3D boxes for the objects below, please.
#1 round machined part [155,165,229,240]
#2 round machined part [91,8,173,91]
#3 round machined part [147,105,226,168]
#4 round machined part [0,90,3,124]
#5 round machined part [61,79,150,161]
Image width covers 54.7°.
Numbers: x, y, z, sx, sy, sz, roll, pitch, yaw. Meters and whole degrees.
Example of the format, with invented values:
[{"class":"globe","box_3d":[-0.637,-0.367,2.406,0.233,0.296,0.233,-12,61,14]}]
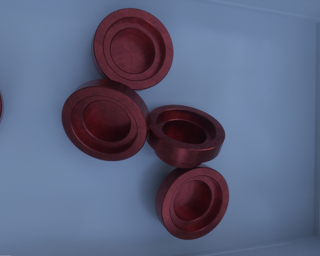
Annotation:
[{"class":"round machined part","box_3d":[0.039,0.092,0.409,0.099,0.042,0.097,-5,103,-23]},{"class":"round machined part","box_3d":[-0.036,-0.094,0.388,0.099,0.042,0.097,0,90,-20]},{"class":"round machined part","box_3d":[0.029,0.014,0.392,0.099,0.098,0.042,-1,126,-20]},{"class":"round machined part","box_3d":[-0.217,-0.023,0.321,0.099,0.042,0.097,0,91,-22]},{"class":"round machined part","box_3d":[-0.059,-0.012,0.362,0.098,0.042,0.097,5,122,8]}]
